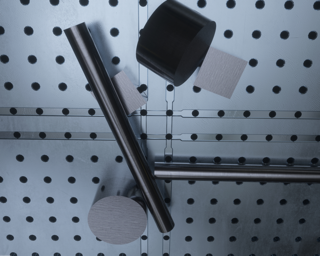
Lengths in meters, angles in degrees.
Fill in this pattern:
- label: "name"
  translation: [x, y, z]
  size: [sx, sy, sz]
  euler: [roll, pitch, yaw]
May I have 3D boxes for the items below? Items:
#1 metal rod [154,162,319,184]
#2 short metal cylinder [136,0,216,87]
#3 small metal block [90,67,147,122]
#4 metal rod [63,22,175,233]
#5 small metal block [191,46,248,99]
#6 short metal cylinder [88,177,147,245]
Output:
- label: "metal rod"
  translation: [0.143, 0.064, 0.438]
  size: [0.302, 0.025, 0.025]
  euler: [2, 110, -1]
- label: "short metal cylinder"
  translation: [0.018, -0.093, 0.343]
  size: [0.050, 0.080, 0.080]
  euler: [35, 108, 13]
- label: "small metal block"
  translation: [-0.051, -0.042, 0.397]
  size: [0.050, 0.025, 0.050]
  euler: [-33, 107, 11]
- label: "metal rod"
  translation: [-0.042, 0.017, 0.394]
  size: [0.025, 0.025, 0.299]
  euler: [-19, 113, 7]
- label: "small metal block"
  translation: [0.073, -0.071, 0.388]
  size: [0.050, 0.025, 0.050]
  euler: [20, 109, -8]
- label: "short metal cylinder"
  translation: [-0.058, 0.117, 0.443]
  size: [0.081, 0.050, 0.079]
  euler: [0, 110, 0]
